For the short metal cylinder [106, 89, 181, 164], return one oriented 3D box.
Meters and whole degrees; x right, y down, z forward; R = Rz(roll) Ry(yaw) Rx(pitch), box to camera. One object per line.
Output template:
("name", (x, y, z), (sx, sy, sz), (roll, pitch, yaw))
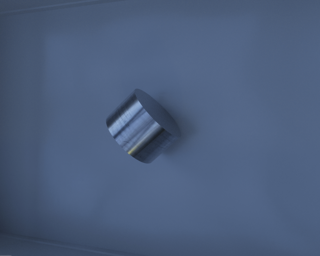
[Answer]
("short metal cylinder", (-0.019, -0.003, 0.385), (0.050, 0.080, 0.080), (-43, 77, 15))
